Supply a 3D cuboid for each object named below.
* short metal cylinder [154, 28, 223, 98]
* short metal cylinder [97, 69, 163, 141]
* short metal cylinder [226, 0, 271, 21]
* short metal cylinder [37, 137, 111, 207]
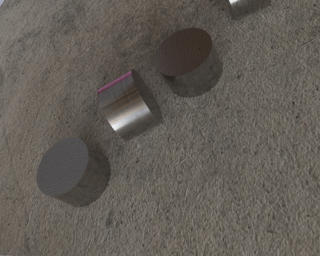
[{"bbox_3d":[0.039,-0.088,0.422,0.080,0.050,0.080,-13,56,21],"label":"short metal cylinder"},{"bbox_3d":[-0.038,-0.030,0.407,0.050,0.080,0.080,-28,52,11],"label":"short metal cylinder"},{"bbox_3d":[0.115,-0.197,0.430,0.050,0.080,0.080,-21,54,16],"label":"short metal cylinder"},{"bbox_3d":[-0.114,0.059,0.412,0.080,0.050,0.080,-13,56,21],"label":"short metal cylinder"}]
